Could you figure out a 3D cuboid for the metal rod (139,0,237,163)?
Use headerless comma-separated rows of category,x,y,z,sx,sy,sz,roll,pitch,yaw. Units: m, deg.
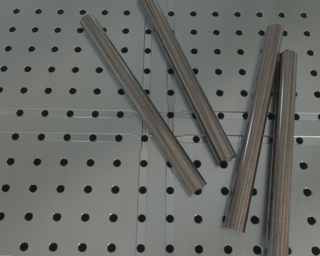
metal rod,0.030,-0.089,0.444,0.025,0.025,0.299,-21,71,-8

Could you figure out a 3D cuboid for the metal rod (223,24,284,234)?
metal rod,0.130,-0.013,0.417,0.025,0.025,0.300,16,71,6

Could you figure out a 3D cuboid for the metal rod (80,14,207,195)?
metal rod,-0.031,-0.043,0.427,0.025,0.025,0.299,-30,73,-10

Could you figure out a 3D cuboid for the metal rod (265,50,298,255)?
metal rod,0.158,0.032,0.400,0.025,0.025,0.299,10,70,4
